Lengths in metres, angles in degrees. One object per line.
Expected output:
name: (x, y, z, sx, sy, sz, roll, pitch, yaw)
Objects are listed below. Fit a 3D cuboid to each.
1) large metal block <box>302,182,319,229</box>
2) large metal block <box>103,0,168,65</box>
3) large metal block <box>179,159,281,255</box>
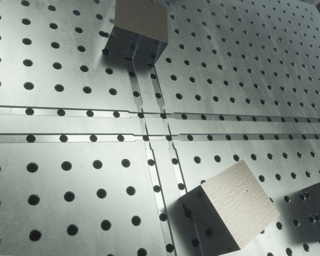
large metal block: (0.273, 0.113, 0.454, 0.050, 0.080, 0.080, -1, 62, -29)
large metal block: (-0.036, -0.151, 0.466, 0.081, 0.050, 0.080, 12, 57, -22)
large metal block: (0.085, 0.096, 0.381, 0.081, 0.050, 0.080, -22, 74, -36)
